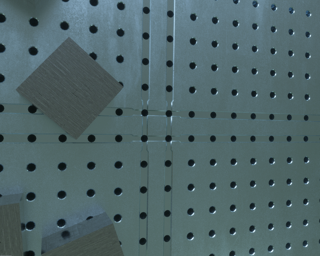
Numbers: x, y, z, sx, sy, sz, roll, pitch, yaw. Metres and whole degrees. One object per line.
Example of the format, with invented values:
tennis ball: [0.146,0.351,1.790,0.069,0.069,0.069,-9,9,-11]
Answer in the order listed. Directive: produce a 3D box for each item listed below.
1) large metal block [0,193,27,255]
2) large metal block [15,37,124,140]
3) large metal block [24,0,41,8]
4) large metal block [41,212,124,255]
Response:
large metal block: [-0.189,0.120,0.330,0.081,0.050,0.080,-5,92,-20]
large metal block: [-0.104,-0.043,0.361,0.080,0.050,0.080,43,77,-15]
large metal block: [-0.153,-0.198,0.343,0.080,0.050,0.080,33,79,-17]
large metal block: [-0.086,0.159,0.368,0.081,0.050,0.080,-19,97,-19]
